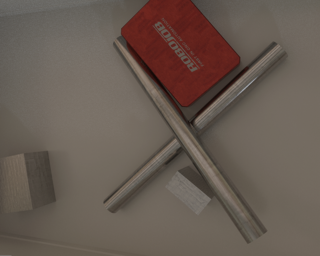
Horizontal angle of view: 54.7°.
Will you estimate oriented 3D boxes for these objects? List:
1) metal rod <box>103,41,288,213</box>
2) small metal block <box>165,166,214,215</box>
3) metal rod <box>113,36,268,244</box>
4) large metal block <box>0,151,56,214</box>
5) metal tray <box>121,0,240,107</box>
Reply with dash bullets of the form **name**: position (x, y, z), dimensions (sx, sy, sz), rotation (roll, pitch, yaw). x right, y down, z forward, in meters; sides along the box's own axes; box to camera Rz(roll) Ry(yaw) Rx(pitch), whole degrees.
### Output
- **metal rod**: position (0.035, 0.008, 0.397), dimensions (0.299, 0.025, 0.025), rotation (-44, 77, 14)
- **small metal block**: position (0.041, 0.075, 0.382), dimensions (0.050, 0.050, 0.025), rotation (39, 102, 15)
- **metal rod**: position (0.024, -0.003, 0.375), dimensions (0.025, 0.025, 0.299), rotation (-40, 68, 15)
- **large metal block**: position (-0.214, 0.082, 0.471), dimensions (0.080, 0.050, 0.080), rotation (-12, 86, 19)
- **metal tray**: position (0.026, -0.102, 0.388), dimensions (0.090, 0.030, 0.130), rotation (-40, 86, 15)
